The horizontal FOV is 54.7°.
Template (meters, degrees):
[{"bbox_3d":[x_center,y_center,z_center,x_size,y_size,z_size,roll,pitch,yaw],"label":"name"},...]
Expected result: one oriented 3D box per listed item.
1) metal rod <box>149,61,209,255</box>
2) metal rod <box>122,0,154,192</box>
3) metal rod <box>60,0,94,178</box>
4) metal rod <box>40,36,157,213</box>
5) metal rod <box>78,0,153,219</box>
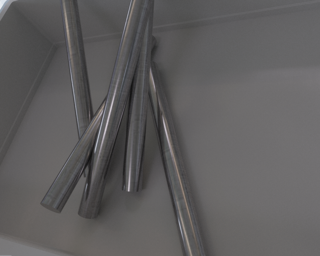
[{"bbox_3d":[0.012,0.026,0.383,0.025,0.025,0.299,-23,53,14],"label":"metal rod"},{"bbox_3d":[-0.025,-0.072,0.389,0.025,0.025,0.298,2,86,29],"label":"metal rod"},{"bbox_3d":[-0.116,-0.080,0.441,0.025,0.025,0.299,-14,80,20],"label":"metal rod"},{"bbox_3d":[-0.070,-0.027,0.426,0.025,0.025,0.300,4,53,30],"label":"metal rod"},{"bbox_3d":[-0.052,-0.034,0.373,0.025,0.025,0.298,20,98,35],"label":"metal rod"}]
